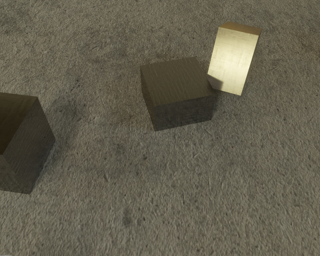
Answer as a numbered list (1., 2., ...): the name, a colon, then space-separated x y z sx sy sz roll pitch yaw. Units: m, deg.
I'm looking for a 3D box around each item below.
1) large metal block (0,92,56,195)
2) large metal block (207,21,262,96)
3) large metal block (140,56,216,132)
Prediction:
1. large metal block: -0.167 0.018 0.351 0.050 0.080 0.080 7 51 6
2. large metal block: 0.105 -0.101 0.436 0.050 0.079 0.080 17 28 14
3. large metal block: 0.022 -0.048 0.428 0.081 0.050 0.080 -12 51 -10
